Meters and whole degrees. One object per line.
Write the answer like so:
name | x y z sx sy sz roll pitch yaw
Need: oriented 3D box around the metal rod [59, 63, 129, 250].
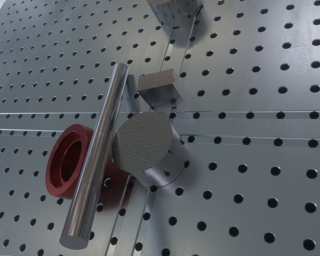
metal rod | -0.070 0.004 0.387 0.025 0.025 0.300 -18 37 18

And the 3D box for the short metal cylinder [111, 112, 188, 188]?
short metal cylinder | -0.012 0.027 0.382 0.080 0.050 0.080 -13 56 20

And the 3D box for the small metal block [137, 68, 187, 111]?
small metal block | 0.004 -0.051 0.421 0.050 0.050 0.025 -10 58 23

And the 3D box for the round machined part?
round machined part | -0.108 0.047 0.412 0.098 0.042 0.098 -25 53 38

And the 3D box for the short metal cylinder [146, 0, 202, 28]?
short metal cylinder | 0.022 -0.215 0.512 0.080 0.050 0.080 -13 56 21
